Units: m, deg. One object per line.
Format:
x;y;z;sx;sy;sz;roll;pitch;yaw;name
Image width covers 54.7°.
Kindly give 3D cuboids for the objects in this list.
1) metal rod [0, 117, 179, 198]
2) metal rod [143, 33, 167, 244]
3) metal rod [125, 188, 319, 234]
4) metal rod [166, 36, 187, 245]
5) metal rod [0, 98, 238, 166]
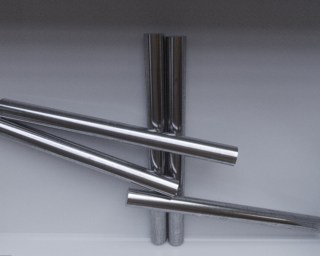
-0.120;0.029;0.405;0.302;0.025;0.025;20;109;-2;metal rod
-0.004;0.028;0.418;0.025;0.025;0.298;-1;110;0;metal rod
0.102;0.119;0.437;0.302;0.025;0.025;11;110;-11;metal rod
0.022;0.030;0.420;0.025;0.025;0.298;-1;110;0;metal rod
-0.054;0.005;0.390;0.302;0.025;0.025;12;110;3;metal rod
